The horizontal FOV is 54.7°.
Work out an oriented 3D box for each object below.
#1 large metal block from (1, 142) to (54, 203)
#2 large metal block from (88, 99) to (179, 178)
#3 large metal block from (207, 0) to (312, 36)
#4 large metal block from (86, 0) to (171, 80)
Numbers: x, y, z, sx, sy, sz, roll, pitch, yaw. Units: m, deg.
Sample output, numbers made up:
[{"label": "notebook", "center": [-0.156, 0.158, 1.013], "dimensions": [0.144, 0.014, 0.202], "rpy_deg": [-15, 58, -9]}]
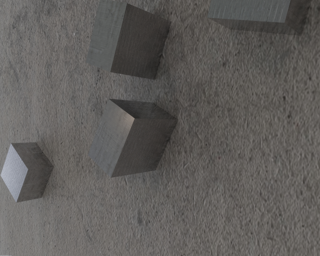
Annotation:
[{"label": "large metal block", "center": [-0.261, 0.084, 0.604], "dimensions": [0.080, 0.050, 0.080], "rpy_deg": [41, 115, 32]}, {"label": "large metal block", "center": [-0.034, 0.012, 0.397], "dimensions": [0.050, 0.081, 0.079], "rpy_deg": [36, 112, 34]}, {"label": "large metal block", "center": [0.102, -0.140, 0.304], "dimensions": [0.080, 0.050, 0.079], "rpy_deg": [20, 103, 38]}, {"label": "large metal block", "center": [-0.040, -0.112, 0.402], "dimensions": [0.050, 0.081, 0.079], "rpy_deg": [26, 107, 37]}]
